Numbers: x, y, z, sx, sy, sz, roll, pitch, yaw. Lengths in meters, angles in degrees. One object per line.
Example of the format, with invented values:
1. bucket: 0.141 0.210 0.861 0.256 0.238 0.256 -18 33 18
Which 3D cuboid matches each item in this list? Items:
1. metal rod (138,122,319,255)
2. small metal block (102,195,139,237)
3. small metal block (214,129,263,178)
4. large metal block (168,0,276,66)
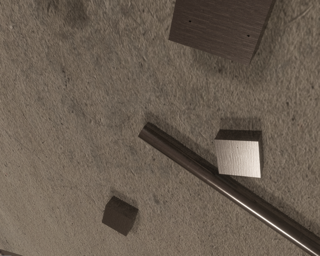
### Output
1. metal rod: 0.102 0.086 0.405 0.301 0.025 0.025 34 129 5
2. small metal block: -0.069 0.152 0.536 0.050 0.025 0.050 26 128 11
3. small metal block: 0.096 0.030 0.374 0.050 0.025 0.050 2 119 27
4. large metal block: 0.061 -0.114 0.287 0.080 0.050 0.079 22 127 14
